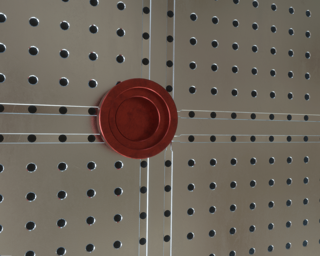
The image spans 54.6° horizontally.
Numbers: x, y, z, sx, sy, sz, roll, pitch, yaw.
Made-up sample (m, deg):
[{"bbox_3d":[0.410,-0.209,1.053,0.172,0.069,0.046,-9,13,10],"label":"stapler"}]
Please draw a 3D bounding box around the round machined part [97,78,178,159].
[{"bbox_3d":[-0.031,-0.011,0.392,0.099,0.042,0.097,0,90,-20],"label":"round machined part"}]
